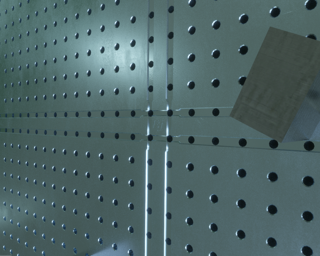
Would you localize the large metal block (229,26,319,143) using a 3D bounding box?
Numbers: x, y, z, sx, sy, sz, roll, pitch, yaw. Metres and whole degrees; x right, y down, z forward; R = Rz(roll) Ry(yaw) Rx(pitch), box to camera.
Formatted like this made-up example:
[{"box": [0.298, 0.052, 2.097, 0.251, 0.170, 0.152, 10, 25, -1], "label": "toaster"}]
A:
[{"box": [0.118, -0.035, 0.277, 0.050, 0.081, 0.080, 33, 111, 35], "label": "large metal block"}]
